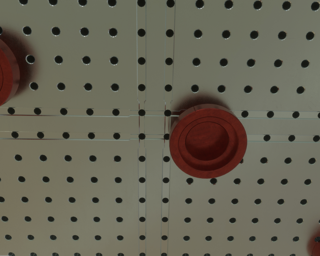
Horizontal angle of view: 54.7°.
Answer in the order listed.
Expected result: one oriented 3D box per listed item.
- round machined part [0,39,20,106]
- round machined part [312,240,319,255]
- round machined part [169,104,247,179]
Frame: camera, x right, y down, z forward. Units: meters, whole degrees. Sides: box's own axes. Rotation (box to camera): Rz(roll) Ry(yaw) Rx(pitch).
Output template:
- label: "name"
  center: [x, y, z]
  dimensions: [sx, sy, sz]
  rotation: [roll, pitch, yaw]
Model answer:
- label: "round machined part"
  center: [-0.220, -0.070, 0.375]
  dimensions: [0.099, 0.042, 0.097]
  rotation: [0, 110, -1]
- label: "round machined part"
  center: [0.298, 0.210, 0.486]
  dimensions: [0.099, 0.042, 0.097]
  rotation: [0, 110, -1]
- label: "round machined part"
  center: [0.061, 0.014, 0.411]
  dimensions: [0.099, 0.042, 0.097]
  rotation: [0, 110, -1]
